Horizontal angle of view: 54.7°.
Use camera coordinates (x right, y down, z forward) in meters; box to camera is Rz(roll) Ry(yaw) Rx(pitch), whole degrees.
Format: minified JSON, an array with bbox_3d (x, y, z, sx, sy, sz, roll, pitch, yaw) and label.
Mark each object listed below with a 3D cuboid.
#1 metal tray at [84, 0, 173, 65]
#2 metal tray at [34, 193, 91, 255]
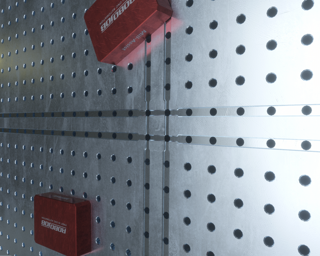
[{"bbox_3d":[-0.051,-0.163,0.446,0.130,0.030,0.090,-31,71,35],"label":"metal tray"},{"bbox_3d":[-0.175,0.168,0.547,0.130,0.030,0.089,-1,89,39],"label":"metal tray"}]
